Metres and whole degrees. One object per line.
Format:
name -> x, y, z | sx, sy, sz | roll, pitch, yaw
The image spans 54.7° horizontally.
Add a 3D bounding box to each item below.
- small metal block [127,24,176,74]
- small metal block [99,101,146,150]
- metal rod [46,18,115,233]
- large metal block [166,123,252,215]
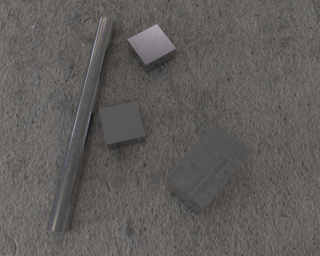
small metal block -> -0.012, -0.115, 0.450 | 0.050, 0.025, 0.050 | -31, 73, -11
small metal block -> -0.049, -0.003, 0.409 | 0.050, 0.025, 0.050 | -13, 71, -5
metal rod -> -0.100, -0.018, 0.413 | 0.025, 0.025, 0.299 | 7, 70, 2
large metal block -> 0.052, 0.051, 0.361 | 0.050, 0.080, 0.080 | 40, 75, 13
